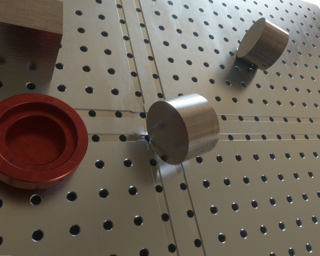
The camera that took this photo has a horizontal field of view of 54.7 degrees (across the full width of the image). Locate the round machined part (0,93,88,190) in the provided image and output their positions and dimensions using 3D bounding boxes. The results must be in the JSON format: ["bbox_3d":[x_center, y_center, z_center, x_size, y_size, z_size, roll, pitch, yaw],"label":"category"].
[{"bbox_3d":[-0.128,0.016,0.318,0.099,0.042,0.098,14,56,-21],"label":"round machined part"}]

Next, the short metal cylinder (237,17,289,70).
[{"bbox_3d":[0.186,-0.152,0.566,0.050,0.080,0.080,26,53,-12],"label":"short metal cylinder"}]

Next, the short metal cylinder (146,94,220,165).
[{"bbox_3d":[0.027,0.000,0.387,0.050,0.080,0.080,-17,71,-35],"label":"short metal cylinder"}]

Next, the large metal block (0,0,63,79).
[{"bbox_3d":[-0.159,-0.105,0.351,0.081,0.080,0.050,5,60,-26],"label":"large metal block"}]
